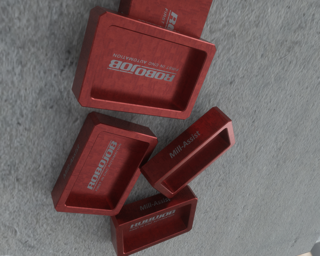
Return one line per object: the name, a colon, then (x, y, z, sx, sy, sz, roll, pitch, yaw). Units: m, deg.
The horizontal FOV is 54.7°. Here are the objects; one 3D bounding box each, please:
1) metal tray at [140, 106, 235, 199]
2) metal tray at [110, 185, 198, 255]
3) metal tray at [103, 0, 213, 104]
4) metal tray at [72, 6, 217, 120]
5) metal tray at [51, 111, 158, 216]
metal tray: (0.043, 0.038, 0.429, 0.130, 0.030, 0.090, -40, 152, -3)
metal tray: (-0.009, 0.145, 0.482, 0.131, 0.030, 0.089, -14, 132, -21)
metal tray: (-0.005, -0.094, 0.344, 0.091, 0.030, 0.129, 3, 117, -31)
metal tray: (-0.014, -0.061, 0.319, 0.131, 0.030, 0.089, 6, 115, -32)
metal tray: (-0.071, 0.051, 0.397, 0.091, 0.030, 0.129, 17, 109, -35)
